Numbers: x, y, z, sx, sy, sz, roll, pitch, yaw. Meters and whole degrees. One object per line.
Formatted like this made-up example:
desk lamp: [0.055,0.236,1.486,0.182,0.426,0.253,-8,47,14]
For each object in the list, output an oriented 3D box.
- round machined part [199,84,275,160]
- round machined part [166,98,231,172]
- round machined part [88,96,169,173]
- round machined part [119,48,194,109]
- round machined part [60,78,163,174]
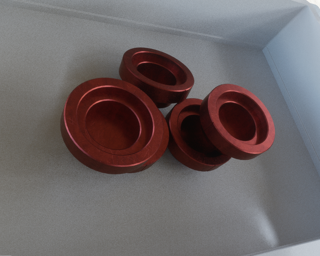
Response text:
round machined part: [0.092,-0.004,0.391,0.099,0.042,0.098,14,56,-21]
round machined part: [0.048,0.012,0.411,0.099,0.042,0.098,14,56,-21]
round machined part: [-0.042,0.008,0.365,0.099,0.042,0.098,14,56,-21]
round machined part: [-0.007,-0.063,0.415,0.099,0.042,0.098,16,38,-13]
round machined part: [-0.050,0.001,0.312,0.099,0.042,0.098,14,56,-21]
